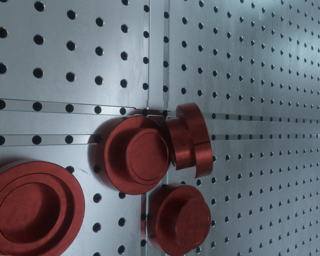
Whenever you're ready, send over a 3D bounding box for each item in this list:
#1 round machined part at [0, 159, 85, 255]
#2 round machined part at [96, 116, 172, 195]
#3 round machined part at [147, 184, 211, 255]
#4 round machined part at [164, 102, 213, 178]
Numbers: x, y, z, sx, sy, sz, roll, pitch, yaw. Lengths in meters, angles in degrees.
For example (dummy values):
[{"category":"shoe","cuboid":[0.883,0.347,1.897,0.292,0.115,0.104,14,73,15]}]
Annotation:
[{"category":"round machined part","cuboid":[-0.126,0.078,0.294,0.099,0.042,0.097,0,90,-40]},{"category":"round machined part","cuboid":[-0.025,0.034,0.379,0.099,0.042,0.097,0,90,-40]},{"category":"round machined part","cuboid":[0.033,0.128,0.428,0.099,0.042,0.097,0,90,-40]},{"category":"round machined part","cuboid":[0.033,0.018,0.403,0.042,0.098,0.097,-12,100,-5]}]
